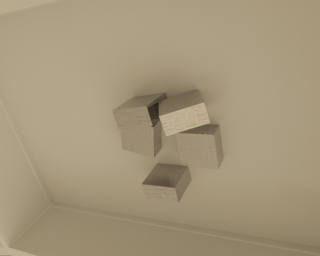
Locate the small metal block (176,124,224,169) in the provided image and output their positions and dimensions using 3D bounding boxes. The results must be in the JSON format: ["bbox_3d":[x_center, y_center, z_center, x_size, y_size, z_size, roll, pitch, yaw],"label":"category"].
[{"bbox_3d":[0.051,0.023,0.396,0.050,0.025,0.050,2,120,27],"label":"small metal block"}]

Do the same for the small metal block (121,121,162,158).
[{"bbox_3d":[-0.026,0.008,0.428,0.050,0.025,0.050,13,124,21],"label":"small metal block"}]

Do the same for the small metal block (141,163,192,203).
[{"bbox_3d":[0.010,0.076,0.434,0.050,0.050,0.025,1,119,28],"label":"small metal block"}]

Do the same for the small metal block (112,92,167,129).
[{"bbox_3d":[-0.022,-0.022,0.390,0.050,0.050,0.025,-5,112,30],"label":"small metal block"}]

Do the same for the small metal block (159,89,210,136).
[{"bbox_3d":[0.026,-0.019,0.356,0.050,0.050,0.025,-17,112,6],"label":"small metal block"}]
